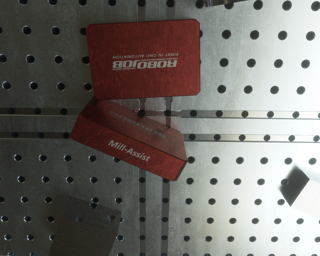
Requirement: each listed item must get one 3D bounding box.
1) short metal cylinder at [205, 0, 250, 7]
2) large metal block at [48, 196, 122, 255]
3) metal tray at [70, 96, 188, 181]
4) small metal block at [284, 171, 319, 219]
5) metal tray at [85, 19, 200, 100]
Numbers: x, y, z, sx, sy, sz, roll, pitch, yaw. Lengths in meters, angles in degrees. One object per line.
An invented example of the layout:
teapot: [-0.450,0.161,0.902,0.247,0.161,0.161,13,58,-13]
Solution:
short metal cylinder: [0.085,-0.160,0.326,0.080,0.080,0.050,-9,110,3]
large metal block: [-0.110,0.159,0.457,0.080,0.050,0.079,19,109,-8]
metal tray: [-0.034,0.009,0.381,0.131,0.090,0.030,24,108,-9]
small metal block: [0.221,0.098,0.453,0.050,0.025,0.050,23,108,-9]
metal tray: [-0.018,-0.084,0.380,0.131,0.030,0.089,-3,110,0]
